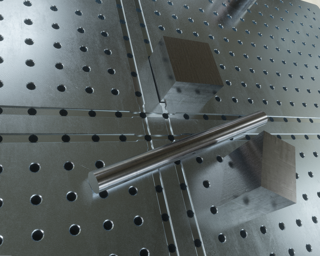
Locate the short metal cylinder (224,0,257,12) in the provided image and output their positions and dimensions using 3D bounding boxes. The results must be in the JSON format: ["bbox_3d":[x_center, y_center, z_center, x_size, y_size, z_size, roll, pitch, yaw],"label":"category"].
[{"bbox_3d":[0.178,-0.301,0.671,0.081,0.050,0.080,14,56,-21],"label":"short metal cylinder"}]

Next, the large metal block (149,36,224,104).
[{"bbox_3d":[0.038,-0.085,0.464,0.081,0.050,0.080,0,62,-28],"label":"large metal block"}]

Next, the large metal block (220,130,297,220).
[{"bbox_3d":[0.127,0.063,0.402,0.050,0.080,0.080,26,53,-12],"label":"large metal block"}]

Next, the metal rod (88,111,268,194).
[{"bbox_3d":[0.047,0.021,0.419,0.302,0.025,0.025,-18,71,-35],"label":"metal rod"}]
